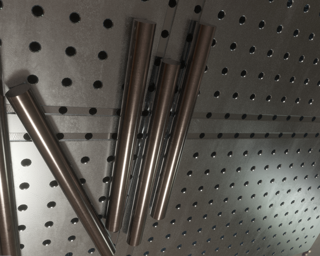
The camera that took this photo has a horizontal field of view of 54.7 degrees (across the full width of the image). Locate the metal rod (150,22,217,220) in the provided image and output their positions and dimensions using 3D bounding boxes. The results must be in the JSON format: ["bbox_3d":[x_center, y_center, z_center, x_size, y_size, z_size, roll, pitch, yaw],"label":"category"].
[{"bbox_3d":[0.026,0.008,0.431,0.025,0.025,0.298,-2,120,-28],"label":"metal rod"}]

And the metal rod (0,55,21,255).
[{"bbox_3d":[-0.180,0.064,0.352,0.025,0.025,0.298,-6,121,-26],"label":"metal rod"}]

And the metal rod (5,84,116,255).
[{"bbox_3d":[-0.112,0.078,0.399,0.025,0.025,0.298,-25,128,-14],"label":"metal rod"}]

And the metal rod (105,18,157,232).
[{"bbox_3d":[-0.043,0.016,0.398,0.025,0.025,0.298,-3,120,-27],"label":"metal rod"}]

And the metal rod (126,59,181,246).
[{"bbox_3d":[-0.015,0.051,0.436,0.025,0.025,0.298,-3,120,-28],"label":"metal rod"}]
